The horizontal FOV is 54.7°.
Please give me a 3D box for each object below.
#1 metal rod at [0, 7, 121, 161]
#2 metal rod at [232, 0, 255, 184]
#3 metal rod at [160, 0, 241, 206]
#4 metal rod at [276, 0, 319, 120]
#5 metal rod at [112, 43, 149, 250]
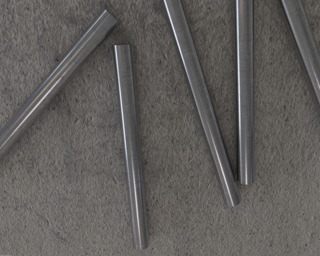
[{"bbox_3d":[-0.159,-0.030,0.397,0.025,0.025,0.299,42,105,-14],"label":"metal rod"},{"bbox_3d":[0.105,-0.066,0.386,0.025,0.025,0.298,-6,110,2],"label":"metal rod"},{"bbox_3d":[0.057,-0.027,0.400,0.025,0.025,0.298,-18,109,6],"label":"metal rod"},{"bbox_3d":[0.169,-0.110,0.370,0.025,0.025,0.299,-26,108,9],"label":"metal rod"},{"bbox_3d":[-0.037,0.039,0.423,0.025,0.025,0.298,-3,110,1],"label":"metal rod"}]
